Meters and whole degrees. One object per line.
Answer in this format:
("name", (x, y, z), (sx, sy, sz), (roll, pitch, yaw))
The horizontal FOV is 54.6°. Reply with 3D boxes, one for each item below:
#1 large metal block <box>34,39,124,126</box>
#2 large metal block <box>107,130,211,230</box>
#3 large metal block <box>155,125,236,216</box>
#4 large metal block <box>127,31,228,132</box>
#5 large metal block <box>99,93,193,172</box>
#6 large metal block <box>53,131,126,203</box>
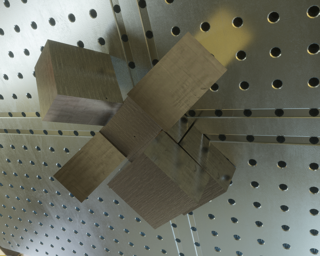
("large metal block", (-0.099, -0.052, 0.377), (0.050, 0.081, 0.080), (-44, 54, 39))
("large metal block", (-0.002, 0.062, 0.369), (0.080, 0.050, 0.080), (44, 128, -4))
("large metal block", (0.038, 0.057, 0.410), (0.080, 0.050, 0.080), (46, 128, -2))
("large metal block", (0.015, -0.043, 0.322), (0.050, 0.080, 0.080), (44, 89, -2))
("large metal block", (-0.019, -0.001, 0.405), (0.080, 0.050, 0.080), (44, 129, -2))
("large metal block", (-0.096, 0.054, 0.440), (0.050, 0.080, 0.080), (45, 171, -2))
